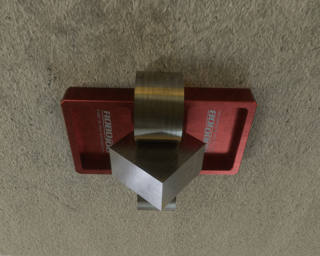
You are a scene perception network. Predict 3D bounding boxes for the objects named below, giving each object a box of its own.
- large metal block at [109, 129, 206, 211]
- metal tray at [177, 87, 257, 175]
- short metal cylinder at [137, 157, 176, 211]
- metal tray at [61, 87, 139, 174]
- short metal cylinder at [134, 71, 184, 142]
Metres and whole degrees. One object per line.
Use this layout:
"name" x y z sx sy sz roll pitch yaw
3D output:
"large metal block" -0.003 0.039 0.379 0.080 0.080 0.050 30 138 28
"metal tray" 0.068 0.008 0.414 0.091 0.030 0.129 1 130 -1
"short metal cylinder" -0.005 0.075 0.436 0.050 0.080 0.079 2 130 -2
"metal tray" -0.073 0.008 0.412 0.091 0.030 0.129 1 130 -1
"short metal cylinder" -0.002 -0.024 0.352 0.050 0.080 0.079 2 130 -2
